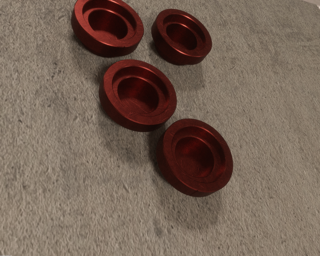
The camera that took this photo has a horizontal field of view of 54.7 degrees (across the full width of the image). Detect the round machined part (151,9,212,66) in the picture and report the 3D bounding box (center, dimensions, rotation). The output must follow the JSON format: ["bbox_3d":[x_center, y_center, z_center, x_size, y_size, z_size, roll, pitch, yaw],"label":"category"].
[{"bbox_3d":[0.031,-0.140,0.496,0.099,0.042,0.098,14,56,-21],"label":"round machined part"}]

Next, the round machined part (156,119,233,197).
[{"bbox_3d":[0.039,0.040,0.391,0.099,0.042,0.098,14,56,-21],"label":"round machined part"}]

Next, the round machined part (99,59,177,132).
[{"bbox_3d":[-0.031,-0.037,0.400,0.099,0.042,0.098,14,56,-21],"label":"round machined part"}]

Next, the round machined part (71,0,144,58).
[{"bbox_3d":[-0.076,-0.139,0.438,0.099,0.042,0.098,14,56,-21],"label":"round machined part"}]
